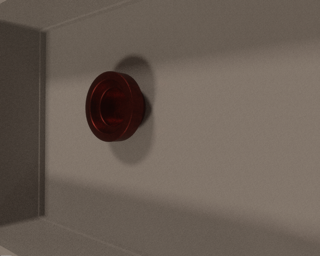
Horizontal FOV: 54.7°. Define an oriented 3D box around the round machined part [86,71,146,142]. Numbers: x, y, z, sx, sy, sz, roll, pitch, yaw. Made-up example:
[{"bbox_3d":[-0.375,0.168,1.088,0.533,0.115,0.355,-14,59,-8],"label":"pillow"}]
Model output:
[{"bbox_3d":[-0.059,-0.030,0.442,0.098,0.042,0.097,0,90,39],"label":"round machined part"}]
